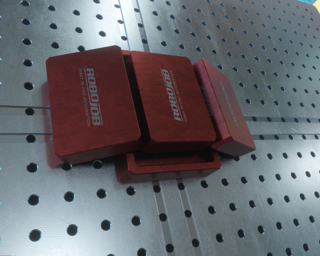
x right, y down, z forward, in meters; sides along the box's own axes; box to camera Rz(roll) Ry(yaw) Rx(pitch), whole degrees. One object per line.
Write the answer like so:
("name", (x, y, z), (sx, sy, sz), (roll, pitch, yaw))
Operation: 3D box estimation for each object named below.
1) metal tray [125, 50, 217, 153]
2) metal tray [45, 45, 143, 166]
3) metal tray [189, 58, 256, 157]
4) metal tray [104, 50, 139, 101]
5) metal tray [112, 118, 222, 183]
("metal tray", (0.010, -0.035, 0.394), (0.091, 0.030, 0.130), (0, 62, -29))
("metal tray", (-0.078, -0.030, 0.359), (0.091, 0.030, 0.130), (-12, 66, -6))
("metal tray", (0.088, -0.028, 0.447), (0.090, 0.030, 0.130), (19, 49, -51))
("metal tray", (-0.012, -0.061, 0.437), (0.131, 0.030, 0.090), (0, 62, -28))
("metal tray", (0.009, 0.019, 0.400), (0.131, 0.030, 0.090), (0, 62, -28))
